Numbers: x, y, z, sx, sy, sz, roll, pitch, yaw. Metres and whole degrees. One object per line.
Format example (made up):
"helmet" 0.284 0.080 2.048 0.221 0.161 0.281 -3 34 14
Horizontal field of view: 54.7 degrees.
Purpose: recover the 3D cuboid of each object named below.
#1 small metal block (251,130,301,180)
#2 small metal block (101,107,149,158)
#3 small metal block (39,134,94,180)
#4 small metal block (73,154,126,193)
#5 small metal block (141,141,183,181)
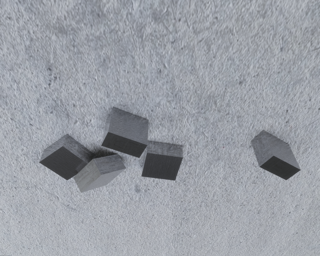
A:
"small metal block" 0.157 0.037 0.424 0.050 0.050 0.025 26 125 -21
"small metal block" -0.043 0.005 0.395 0.050 0.050 0.025 20 127 -16
"small metal block" -0.133 0.043 0.442 0.050 0.025 0.050 -32 124 24
"small metal block" -0.086 0.064 0.443 0.050 0.025 0.050 -41 161 29
"small metal block" 0.002 0.048 0.448 0.050 0.025 0.050 8 130 -7
